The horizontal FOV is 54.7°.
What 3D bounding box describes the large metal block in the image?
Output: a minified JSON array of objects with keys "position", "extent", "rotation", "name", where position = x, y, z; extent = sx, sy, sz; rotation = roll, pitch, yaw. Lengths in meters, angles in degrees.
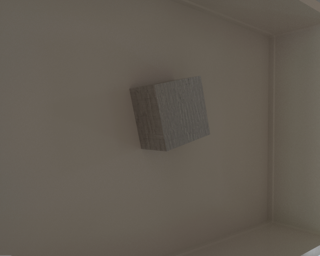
[{"position":[0.014,-0.021,0.404],"extent":[0.081,0.050,0.079],"rotation":[-18,102,-39],"name":"large metal block"}]
